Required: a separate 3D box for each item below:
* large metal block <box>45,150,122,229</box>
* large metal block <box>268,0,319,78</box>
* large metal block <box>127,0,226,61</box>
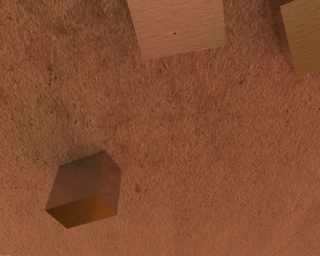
[{"bbox_3d":[-0.106,0.088,0.445,0.080,0.080,0.050,-19,128,15],"label":"large metal block"},{"bbox_3d":[0.158,-0.108,0.301,0.080,0.050,0.080,-20,128,16],"label":"large metal block"},{"bbox_3d":[0.015,-0.117,0.291,0.080,0.050,0.080,-9,130,7],"label":"large metal block"}]
